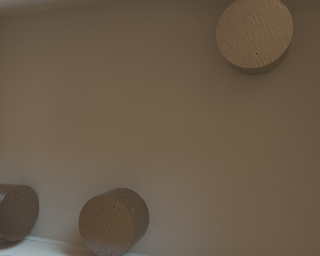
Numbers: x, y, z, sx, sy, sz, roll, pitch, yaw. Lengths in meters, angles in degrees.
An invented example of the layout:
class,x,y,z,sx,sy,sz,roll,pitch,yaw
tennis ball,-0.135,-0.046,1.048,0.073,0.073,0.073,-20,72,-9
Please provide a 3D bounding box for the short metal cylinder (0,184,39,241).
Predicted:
class,x,y,z,sx,sy,sz,roll,pitch,yaw
short metal cylinder,-0.229,0.124,0.462,0.050,0.080,0.080,-1,90,20

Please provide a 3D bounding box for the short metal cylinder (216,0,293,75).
class,x,y,z,sx,sy,sz,roll,pitch,yaw
short metal cylinder,0.109,-0.105,0.359,0.080,0.050,0.080,0,90,20

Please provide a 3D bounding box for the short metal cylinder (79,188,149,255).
class,x,y,z,sx,sy,sz,roll,pitch,yaw
short metal cylinder,-0.061,0.125,0.419,0.080,0.050,0.080,0,90,20
